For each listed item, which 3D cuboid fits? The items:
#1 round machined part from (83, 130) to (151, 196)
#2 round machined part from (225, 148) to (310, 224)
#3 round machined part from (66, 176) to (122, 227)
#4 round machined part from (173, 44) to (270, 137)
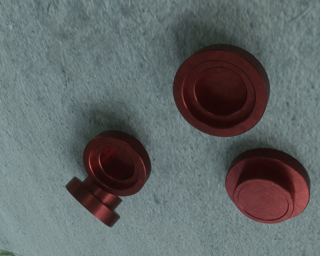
[{"bbox_3d":[-0.058,0.047,0.449,0.098,0.042,0.097,9,117,18],"label":"round machined part"},{"bbox_3d":[0.127,0.076,0.376,0.098,0.042,0.097,13,124,20],"label":"round machined part"},{"bbox_3d":[-0.099,0.109,0.493,0.098,0.042,0.098,39,166,12],"label":"round machined part"},{"bbox_3d":[0.067,-0.043,0.333,0.098,0.042,0.097,13,124,20],"label":"round machined part"}]
